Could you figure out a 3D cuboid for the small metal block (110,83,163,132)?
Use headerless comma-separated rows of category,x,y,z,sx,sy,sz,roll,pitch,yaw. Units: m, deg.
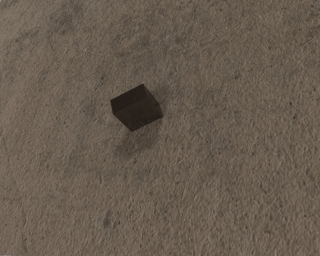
small metal block,-0.031,-0.026,0.419,0.050,0.050,0.025,-26,53,12
